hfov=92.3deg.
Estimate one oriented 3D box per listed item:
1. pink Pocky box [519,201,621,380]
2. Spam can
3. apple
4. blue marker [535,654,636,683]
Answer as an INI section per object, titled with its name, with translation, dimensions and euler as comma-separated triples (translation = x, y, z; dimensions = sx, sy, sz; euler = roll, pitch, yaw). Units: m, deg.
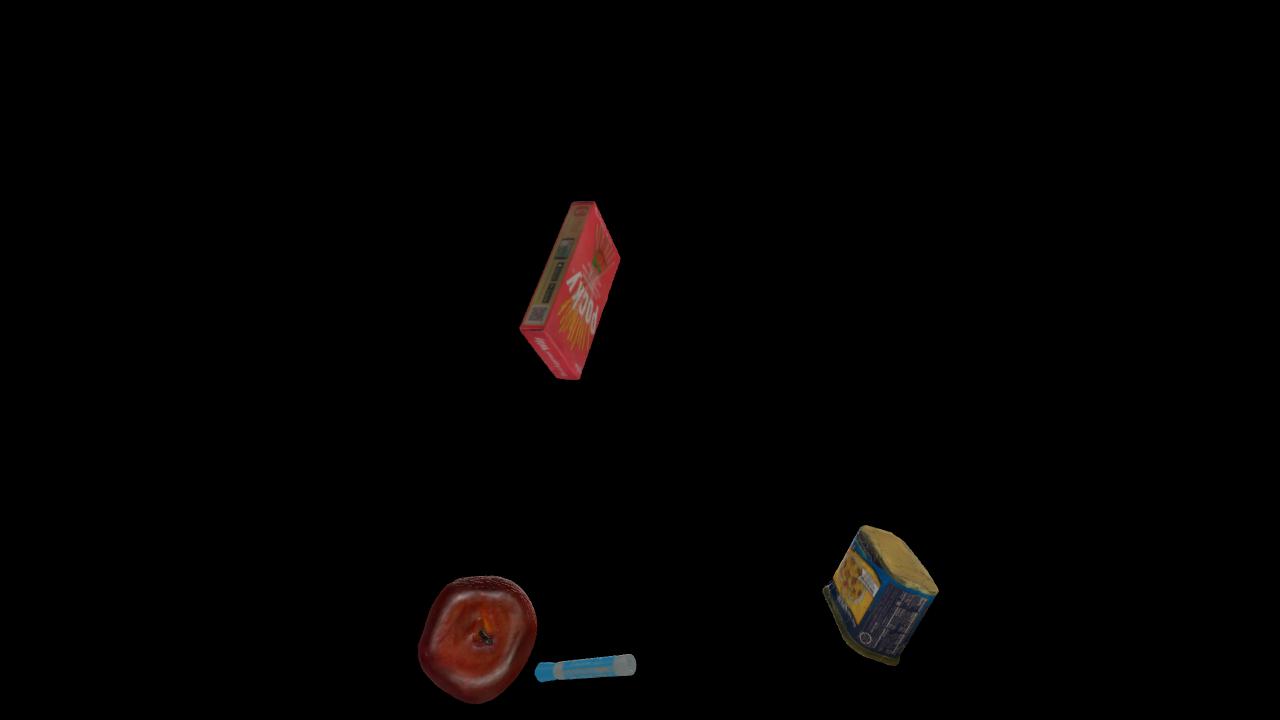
[pink Pocky box]
translation = -0.061, -0.067, 0.587
dimensions = 0.029, 0.155, 0.084
euler = 4, -31, 22
[Spam can]
translation = 0.230, 0.222, 0.595
dimensions = 0.058, 0.085, 0.101
euler = 20, 15, -6
[apple]
translation = -0.108, 0.187, 0.415
dimensions = 0.079, 0.079, 0.093
euler = 0, -21, -17
[blue marker]
translation = -0.058, 0.310, 0.618
dimensions = 0.121, 0.020, 0.020
euler = -20, -10, 28
